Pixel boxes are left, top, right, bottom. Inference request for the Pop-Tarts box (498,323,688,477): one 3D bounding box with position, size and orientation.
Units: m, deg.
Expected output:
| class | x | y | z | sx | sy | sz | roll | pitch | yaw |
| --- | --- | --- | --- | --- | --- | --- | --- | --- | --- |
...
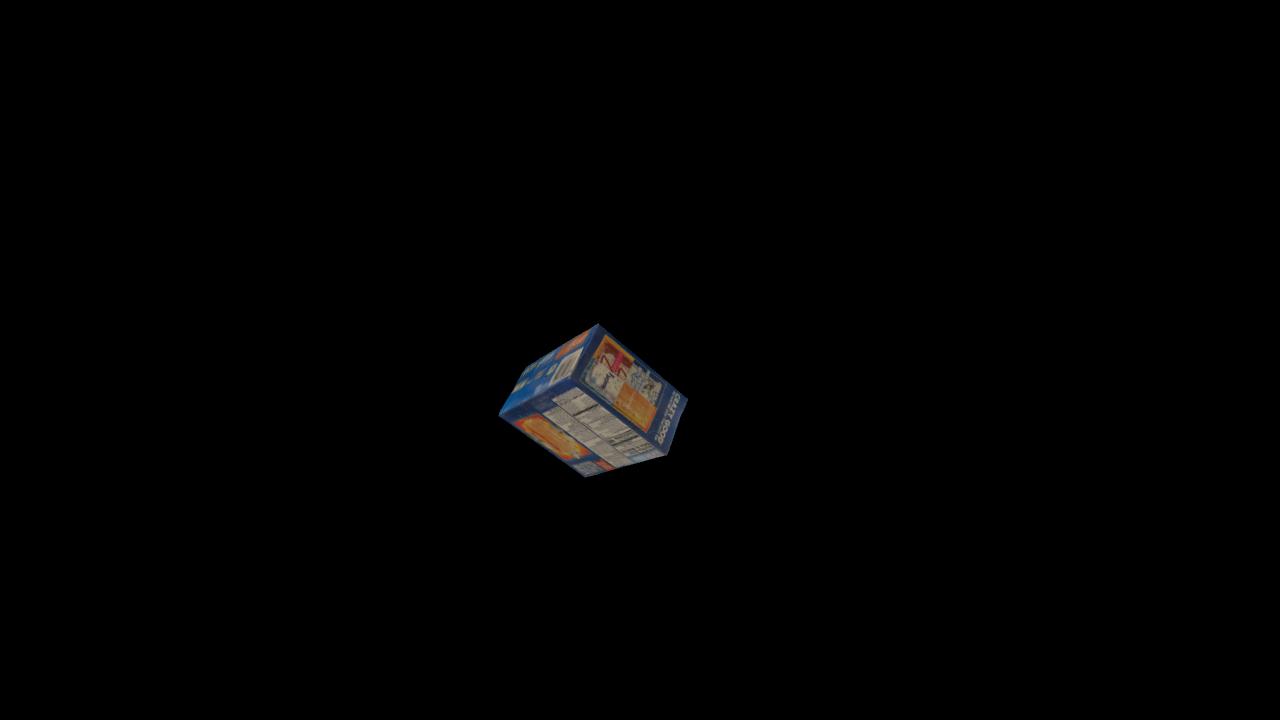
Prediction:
| class | x | y | z | sx | sy | sz | roll | pitch | yaw |
| --- | --- | --- | --- | --- | --- | --- | --- | --- | --- |
| Pop-Tarts box | -0.056 | 0.054 | 0.709 | 0.141 | 0.083 | 0.167 | 40 | -37 | -20 |
